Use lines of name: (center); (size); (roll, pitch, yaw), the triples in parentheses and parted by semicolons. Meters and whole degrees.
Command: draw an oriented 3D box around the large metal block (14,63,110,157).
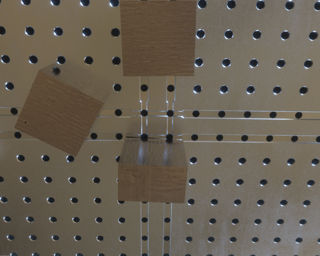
large metal block: (-0.120, -0.023, 0.391); (0.080, 0.050, 0.080); (28, 108, -10)

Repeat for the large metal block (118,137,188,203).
large metal block: (-0.009, 0.052, 0.403); (0.080, 0.080, 0.050); (3, 110, -1)

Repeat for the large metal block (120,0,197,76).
large metal block: (-0.002, -0.105, 0.361); (0.080, 0.050, 0.079); (0, 110, 0)
